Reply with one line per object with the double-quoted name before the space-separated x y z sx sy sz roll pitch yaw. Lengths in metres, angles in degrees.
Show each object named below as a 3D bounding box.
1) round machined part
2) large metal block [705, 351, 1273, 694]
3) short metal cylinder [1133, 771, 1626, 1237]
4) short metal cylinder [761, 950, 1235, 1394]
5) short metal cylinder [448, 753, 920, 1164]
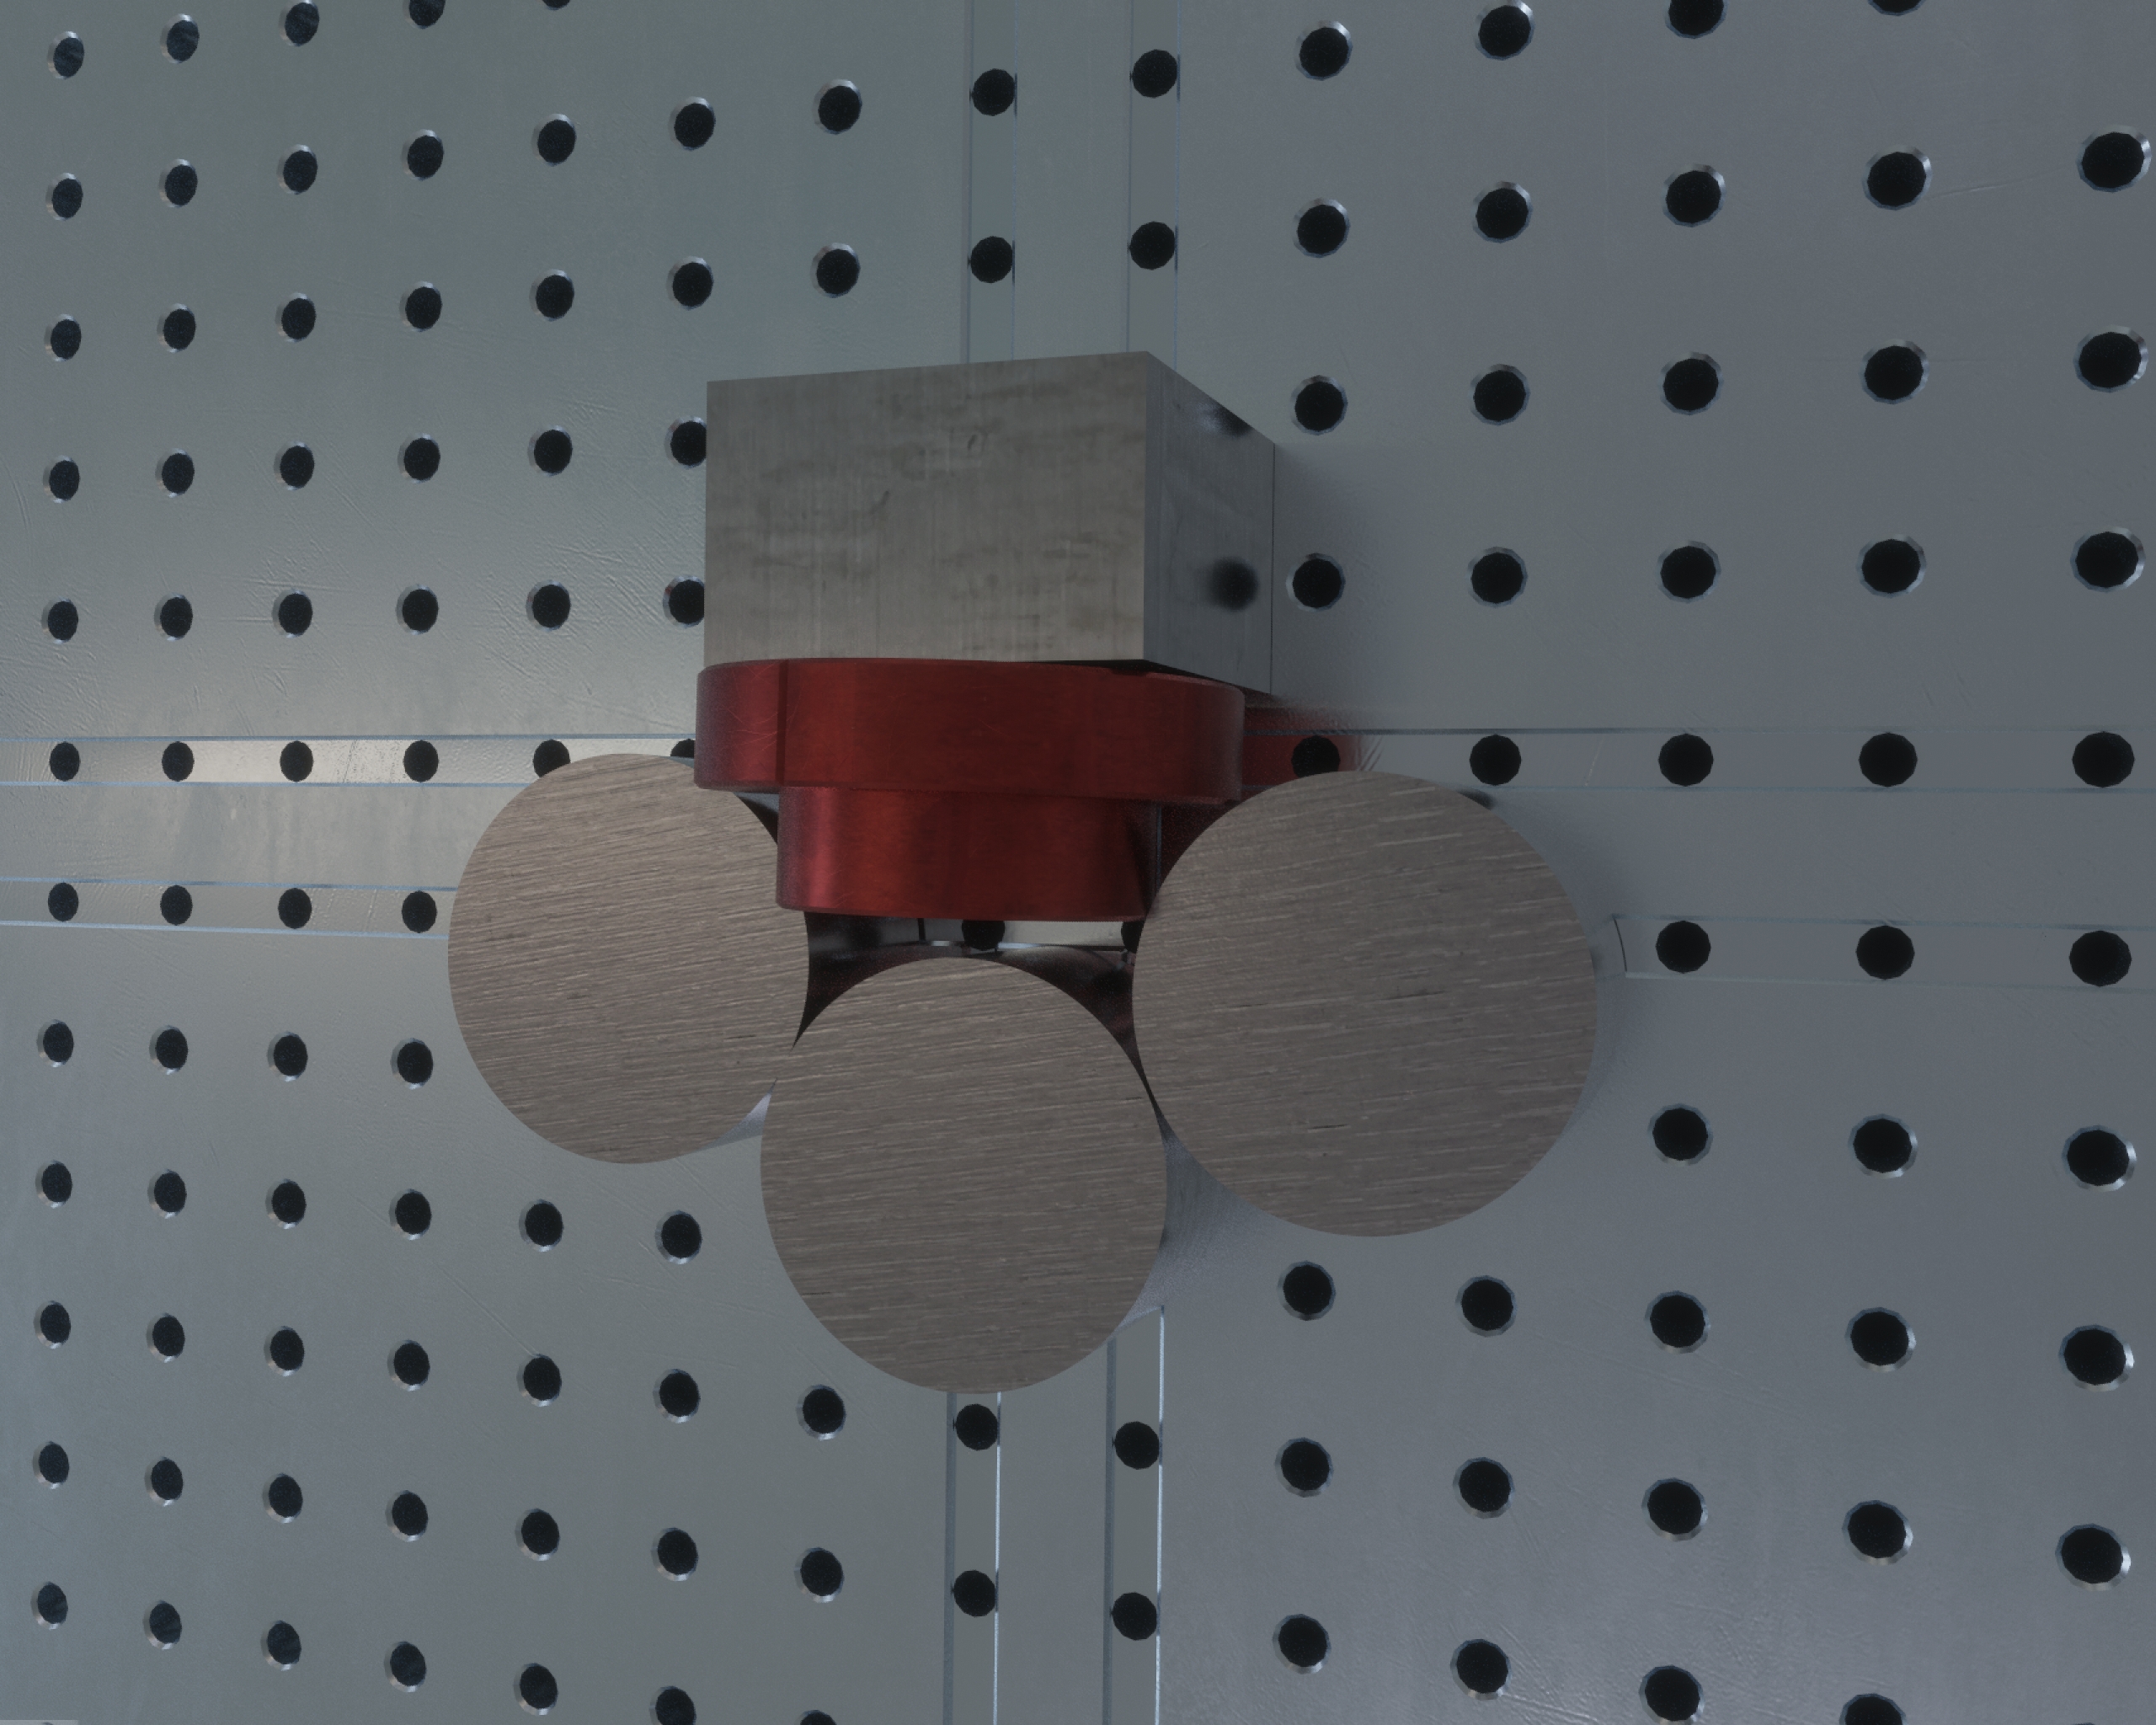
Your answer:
"round machined part" -0.020 -0.011 0.379 0.098 0.098 0.042 2 90 20
"large metal block" -0.013 -0.058 0.387 0.080 0.080 0.050 1 91 20
"short metal cylinder" 0.056 0.024 0.380 0.080 0.050 0.079 0 90 20
"short metal cylinder" -0.014 0.057 0.404 0.080 0.050 0.079 0 90 20
"short metal cylinder" -0.080 0.018 0.428 0.080 0.050 0.079 0 90 20
